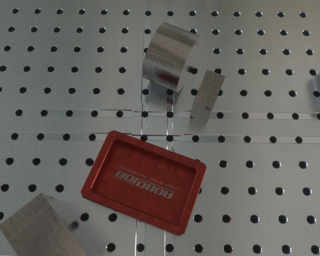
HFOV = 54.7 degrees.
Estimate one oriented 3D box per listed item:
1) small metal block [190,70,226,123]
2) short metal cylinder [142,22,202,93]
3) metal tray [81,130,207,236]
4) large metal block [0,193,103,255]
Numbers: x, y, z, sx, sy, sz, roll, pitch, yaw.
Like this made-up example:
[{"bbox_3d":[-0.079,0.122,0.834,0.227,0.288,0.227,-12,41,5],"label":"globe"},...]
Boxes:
[{"bbox_3d":[0.063,-0.041,0.414,0.025,0.050,0.050,22,72,7],"label":"small metal block"},{"bbox_3d":[0.017,-0.094,0.417,0.050,0.080,0.080,24,72,8],"label":"short metal cylinder"},{"bbox_3d":[-0.018,0.067,0.384,0.131,0.030,0.090,20,71,7],"label":"metal tray"},{"bbox_3d":[-0.113,0.123,0.337,0.050,0.080,0.080,-39,75,-13],"label":"large metal block"}]
